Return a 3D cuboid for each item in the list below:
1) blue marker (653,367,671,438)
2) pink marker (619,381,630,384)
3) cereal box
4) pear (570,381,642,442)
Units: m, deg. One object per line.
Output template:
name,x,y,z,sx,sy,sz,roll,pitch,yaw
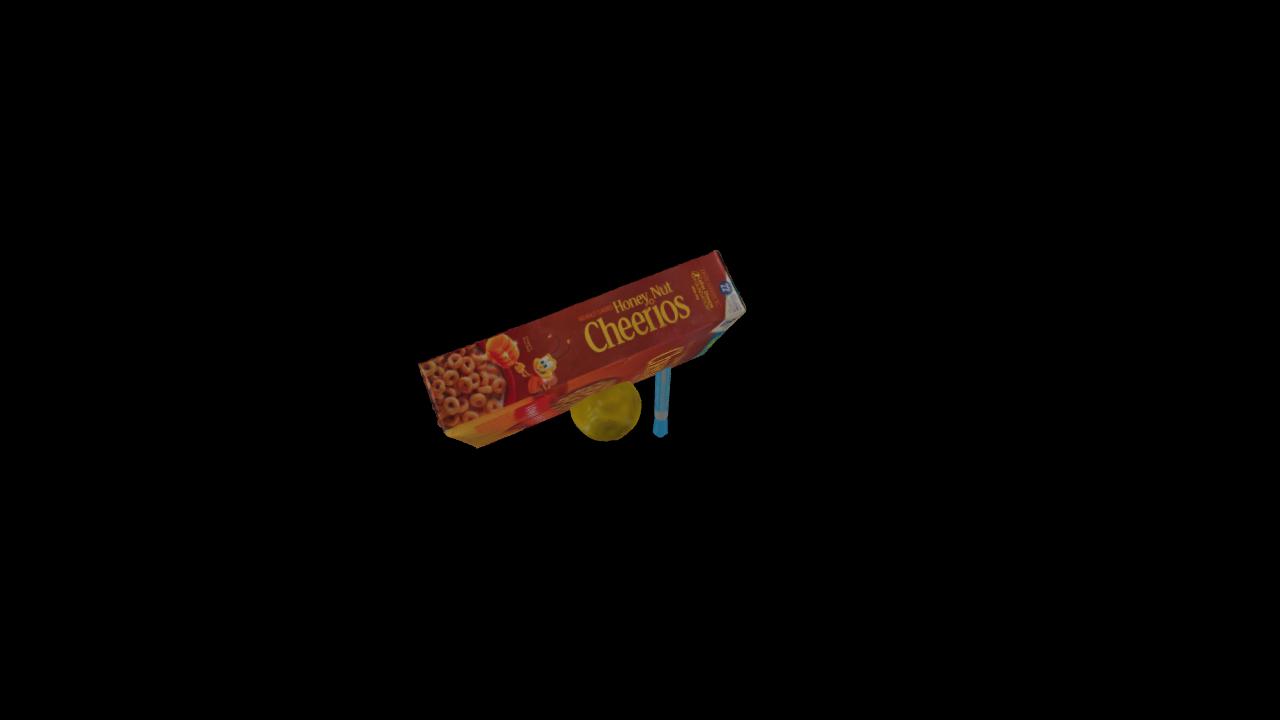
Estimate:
blue marker,0.026,0.042,0.730,0.020,0.121,0.020,1,30,-1
pink marker,0.038,-0.059,0.672,0.020,0.121,0.020,11,-33,7
cereal box,-0.056,-0.002,0.657,0.306,0.081,0.203,-21,-8,-11
pear,-0.041,0.034,0.686,0.080,0.111,0.080,-7,-44,-6
